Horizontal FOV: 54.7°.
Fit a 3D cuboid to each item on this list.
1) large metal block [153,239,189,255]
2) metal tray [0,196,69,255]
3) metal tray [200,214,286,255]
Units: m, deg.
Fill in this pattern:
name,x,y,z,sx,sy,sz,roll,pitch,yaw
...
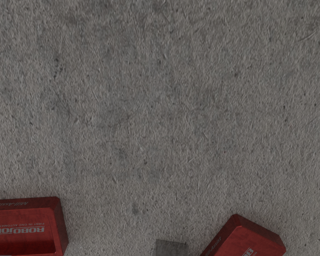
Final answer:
name,x,y,z,sx,sy,sz,roll,pitch,yaw
large metal block,0.011,0.230,0.465,0.050,0.080,0.079,10,110,-4
metal tray,-0.211,0.151,0.460,0.131,0.030,0.089,-4,110,1
metal tray,0.119,0.207,0.485,0.090,0.030,0.129,29,107,-11
